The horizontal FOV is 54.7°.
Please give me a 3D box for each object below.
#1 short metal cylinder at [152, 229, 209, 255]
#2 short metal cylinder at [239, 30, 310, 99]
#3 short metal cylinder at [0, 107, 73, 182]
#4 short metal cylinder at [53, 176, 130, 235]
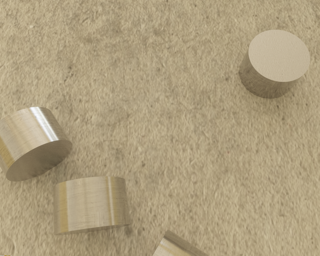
[{"bbox_3d":[0.009,0.155,0.323,0.050,0.080,0.080,31,73,10],"label":"short metal cylinder"},{"bbox_3d":[0.156,-0.087,0.429,0.081,0.050,0.080,0,70,0],"label":"short metal cylinder"},{"bbox_3d":[-0.154,0.020,0.370,0.080,0.080,0.050,-34,74,-12],"label":"short metal cylinder"},{"bbox_3d":[-0.076,0.088,0.346,0.081,0.080,0.050,-7,71,-3],"label":"short metal cylinder"}]
